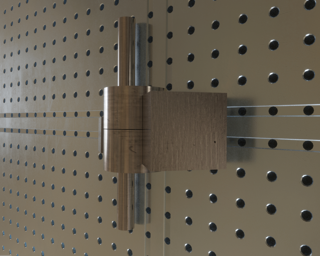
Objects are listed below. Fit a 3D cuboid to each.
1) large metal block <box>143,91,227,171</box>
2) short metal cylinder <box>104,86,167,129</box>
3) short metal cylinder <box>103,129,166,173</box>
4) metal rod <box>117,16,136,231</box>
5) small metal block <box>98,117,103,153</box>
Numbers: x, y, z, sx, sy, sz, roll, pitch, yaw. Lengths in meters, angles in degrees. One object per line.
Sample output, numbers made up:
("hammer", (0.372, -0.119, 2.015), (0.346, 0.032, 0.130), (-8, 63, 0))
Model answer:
("large metal block", (0.025, 0.003, 0.338), (0.050, 0.081, 0.079), (-175, 85, -78))
("short metal cylinder", (-0.031, -0.024, 0.393), (0.080, 0.081, 0.050), (1, 91, 40))
("short metal cylinder", (-0.031, 0.027, 0.394), (0.080, 0.081, 0.050), (1, 91, 40))
("metal rod", (-0.048, -0.006, 0.443), (0.025, 0.025, 0.298), (1, 90, 40))
("small metal block", (-0.075, 0.010, 0.452), (0.050, 0.025, 0.050), (180, 91, -75))
